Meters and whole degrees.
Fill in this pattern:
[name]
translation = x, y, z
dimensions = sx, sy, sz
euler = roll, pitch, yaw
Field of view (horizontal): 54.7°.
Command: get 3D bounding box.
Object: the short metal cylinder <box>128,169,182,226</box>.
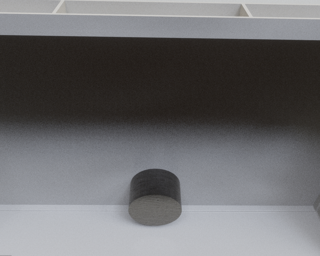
[short metal cylinder]
translation = -0.007, 0.109, 0.486
dimensions = 0.081, 0.050, 0.079
euler = 0, 130, 0
